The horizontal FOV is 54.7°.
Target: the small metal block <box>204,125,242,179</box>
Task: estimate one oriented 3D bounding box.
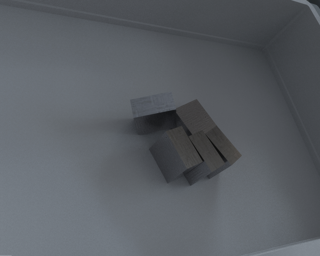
[{"bbox_3d":[0.069,0.033,0.407,0.025,0.050,0.050,-33,80,-38],"label":"small metal block"}]

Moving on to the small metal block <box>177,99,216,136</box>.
[{"bbox_3d":[0.044,-0.007,0.431,0.050,0.025,0.050,-26,76,-41],"label":"small metal block"}]

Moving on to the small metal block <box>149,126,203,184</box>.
[{"bbox_3d":[0.018,0.033,0.379,0.025,0.050,0.050,-19,72,-35],"label":"small metal block"}]

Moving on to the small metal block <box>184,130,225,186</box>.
[{"bbox_3d":[0.046,0.038,0.391,0.025,0.050,0.050,-23,75,-36],"label":"small metal block"}]

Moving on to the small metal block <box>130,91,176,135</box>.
[{"bbox_3d":[-0.007,-0.017,0.385,0.050,0.050,0.025,-12,65,-2],"label":"small metal block"}]
